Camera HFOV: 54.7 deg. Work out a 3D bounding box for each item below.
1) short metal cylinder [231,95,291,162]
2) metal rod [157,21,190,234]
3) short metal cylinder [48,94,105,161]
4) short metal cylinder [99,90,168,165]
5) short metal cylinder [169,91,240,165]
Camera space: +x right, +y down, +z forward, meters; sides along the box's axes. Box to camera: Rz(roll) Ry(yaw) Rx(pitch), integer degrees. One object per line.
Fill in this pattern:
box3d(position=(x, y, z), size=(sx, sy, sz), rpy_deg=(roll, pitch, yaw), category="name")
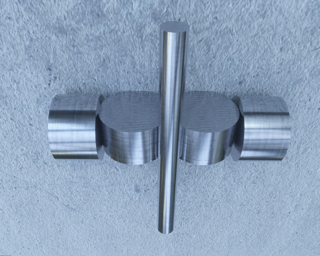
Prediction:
box3d(position=(0.116, 0.001, 0.375), size=(0.050, 0.080, 0.079), rpy_deg=(1, 130, -1), category="short metal cylinder")
box3d(position=(0.010, 0.029, 0.353), size=(0.025, 0.025, 0.298), rpy_deg=(0, 130, -1), category="metal rod")
box3d(position=(-0.095, -0.001, 0.371), size=(0.050, 0.080, 0.079), rpy_deg=(1, 130, -1), category="short metal cylinder")
box3d(position=(-0.030, -0.002, 0.371), size=(0.081, 0.080, 0.050), rpy_deg=(1, 130, -1), category="short metal cylinder")
box3d(position=(0.050, -0.002, 0.371), size=(0.081, 0.080, 0.050), rpy_deg=(1, 130, -1), category="short metal cylinder")
